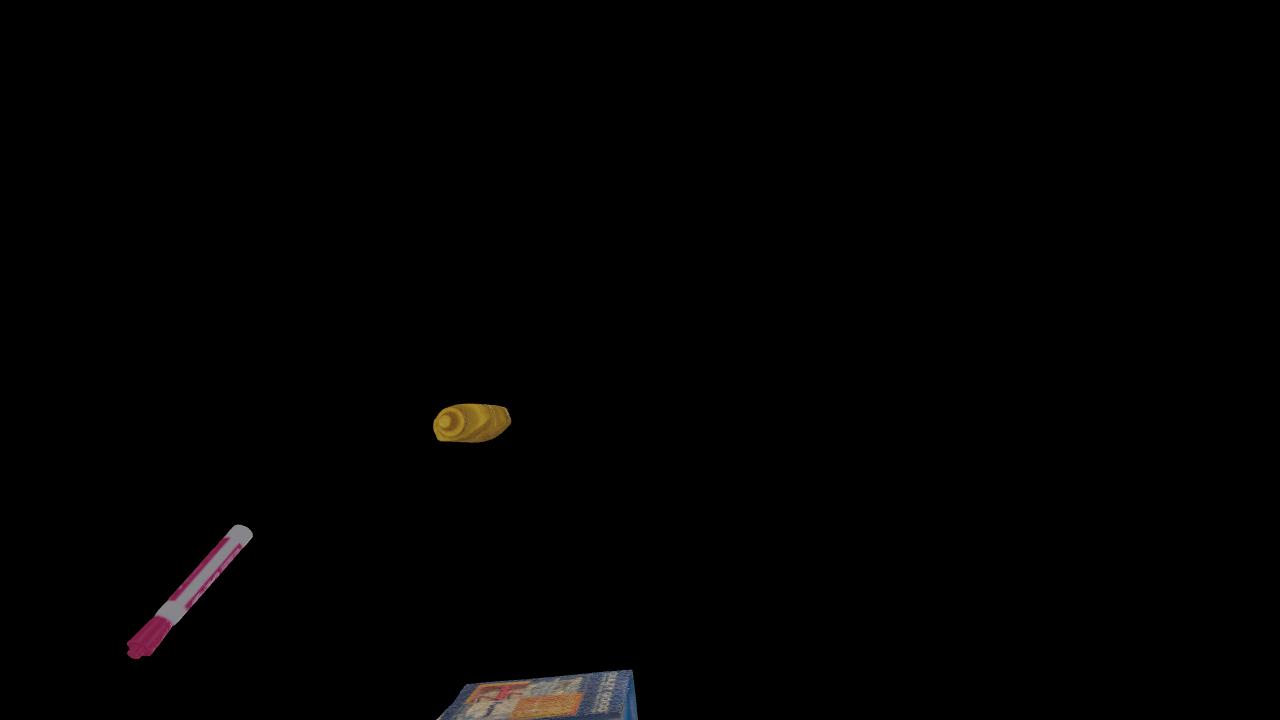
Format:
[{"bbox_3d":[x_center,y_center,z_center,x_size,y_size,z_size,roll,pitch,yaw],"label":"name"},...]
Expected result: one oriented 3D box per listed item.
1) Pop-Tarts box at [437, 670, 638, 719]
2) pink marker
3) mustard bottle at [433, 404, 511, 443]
[{"bbox_3d":[-0.067,0.333,0.454,0.141,0.167,0.083,-7,-4,4],"label":"Pop-Tarts box"},{"bbox_3d":[-0.365,0.186,0.503,0.020,0.020,0.121,0,32,9],"label":"pink marker"},{"bbox_3d":[-0.261,0.096,0.929,0.092,0.054,0.184,-15,-8,2],"label":"mustard bottle"}]
